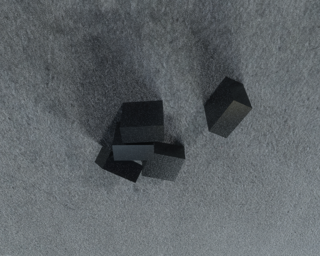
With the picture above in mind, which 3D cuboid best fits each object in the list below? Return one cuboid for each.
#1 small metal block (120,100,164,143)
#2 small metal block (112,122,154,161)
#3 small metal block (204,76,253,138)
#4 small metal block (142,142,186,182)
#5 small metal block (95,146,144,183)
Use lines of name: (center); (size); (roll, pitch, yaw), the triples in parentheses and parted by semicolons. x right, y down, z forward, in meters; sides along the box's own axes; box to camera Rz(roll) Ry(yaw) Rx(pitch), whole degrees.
small metal block: (-0.021, -0.008, 0.383); (0.050, 0.050, 0.025); (-3, 130, 2)
small metal block: (-0.033, 0.016, 0.403); (0.050, 0.050, 0.025); (0, 126, 0)
small metal block: (0.079, -0.025, 0.371); (0.025, 0.050, 0.050); (21, 127, -17)
small metal block: (0.004, 0.048, 0.449); (0.050, 0.025, 0.050); (12, 129, -11)
small metal block: (-0.058, 0.050, 0.430); (0.050, 0.050, 0.025); (28, 83, -23)
